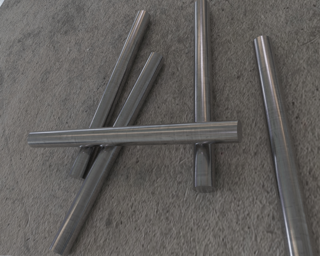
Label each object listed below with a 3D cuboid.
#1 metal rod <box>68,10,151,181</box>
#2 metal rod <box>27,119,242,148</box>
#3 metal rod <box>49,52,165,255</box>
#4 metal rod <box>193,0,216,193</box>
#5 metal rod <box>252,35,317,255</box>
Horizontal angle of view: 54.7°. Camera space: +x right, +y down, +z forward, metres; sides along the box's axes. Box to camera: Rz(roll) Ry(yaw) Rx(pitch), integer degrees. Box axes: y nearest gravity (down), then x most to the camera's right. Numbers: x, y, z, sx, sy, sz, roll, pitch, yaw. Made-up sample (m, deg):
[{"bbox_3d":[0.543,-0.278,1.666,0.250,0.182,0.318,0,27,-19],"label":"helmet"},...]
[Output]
[{"bbox_3d":[-0.070,-0.064,0.479,0.025,0.025,0.300,4,63,30],"label":"metal rod"},{"bbox_3d":[-0.051,0.010,0.390,0.300,0.025,0.025,-3,60,26],"label":"metal rod"},{"bbox_3d":[-0.064,0.022,0.423,0.025,0.025,0.300,12,68,33],"label":"metal rod"},{"bbox_3d":[0.057,-0.062,0.412,0.025,0.025,0.299,-10,57,23],"label":"metal rod"},{"bbox_3d":[0.127,0.018,0.325,0.025,0.025,0.299,-11,57,22],"label":"metal rod"}]
